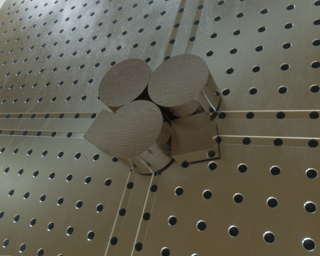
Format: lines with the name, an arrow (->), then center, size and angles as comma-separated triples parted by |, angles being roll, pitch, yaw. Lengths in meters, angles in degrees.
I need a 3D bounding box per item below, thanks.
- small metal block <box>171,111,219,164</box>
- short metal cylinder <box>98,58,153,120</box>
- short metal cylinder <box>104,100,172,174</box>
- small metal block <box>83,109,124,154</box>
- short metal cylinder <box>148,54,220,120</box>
small metal block -> 0.042, 0.012, 0.375 | 0.050, 0.025, 0.050 | -13, 56, 21
short metal cylinder -> -0.039, -0.051, 0.439 | 0.080, 0.050, 0.080 | -13, 56, 21
short metal cylinder -> -0.023, 0.012, 0.393 | 0.080, 0.050, 0.080 | -13, 56, 21
small metal block -> -0.072, 0.006, 0.438 | 0.050, 0.025, 0.050 | 23, 74, 36
short metal cylinder -> 0.031, -0.048, 0.401 | 0.080, 0.050, 0.080 | -13, 56, 21
